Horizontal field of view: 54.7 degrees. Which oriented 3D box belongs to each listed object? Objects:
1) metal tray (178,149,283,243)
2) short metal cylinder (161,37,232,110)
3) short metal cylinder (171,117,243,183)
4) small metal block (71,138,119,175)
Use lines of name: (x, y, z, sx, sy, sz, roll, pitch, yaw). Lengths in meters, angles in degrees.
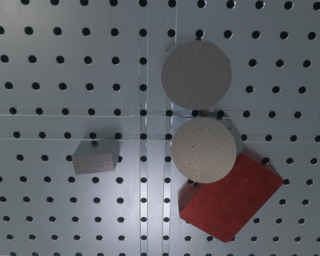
metal tray: (0.098, 0.095, 0.447, 0.090, 0.030, 0.129, 32, 107, -12)
short metal cylinder: (0.042, -0.067, 0.376, 0.081, 0.050, 0.079, 0, 110, 0)
short metal cylinder: (0.061, 0.025, 0.393, 0.080, 0.050, 0.079, 1, 94, 23)
small metal block: (-0.084, 0.037, 0.413, 0.050, 0.050, 0.025, -6, 110, 2)
